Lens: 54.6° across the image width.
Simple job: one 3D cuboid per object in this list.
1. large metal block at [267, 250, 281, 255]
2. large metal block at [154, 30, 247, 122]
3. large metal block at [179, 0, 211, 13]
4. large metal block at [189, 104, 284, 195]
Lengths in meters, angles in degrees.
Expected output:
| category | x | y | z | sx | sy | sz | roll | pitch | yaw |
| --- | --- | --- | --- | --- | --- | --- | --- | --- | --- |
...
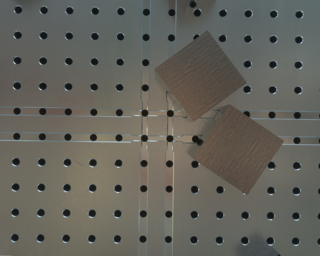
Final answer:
| category | x | y | z | sx | sy | sz | roll | pitch | yaw |
| --- | --- | --- | --- | --- | --- | --- | --- | --- | --- |
| large metal block | 0.160 | 0.215 | 0.387 | 0.050 | 0.080 | 0.080 | -34 | 90 | 0 |
| large metal block | 0.049 | -0.063 | 0.401 | 0.080 | 0.050 | 0.080 | -37 | 90 | 0 |
| large metal block | 0.039 | -0.204 | 0.386 | 0.050 | 0.080 | 0.080 | -27 | 90 | 0 |
| large metal block | 0.095 | 0.026 | 0.401 | 0.080 | 0.050 | 0.080 | 34 | 90 | 0 |
